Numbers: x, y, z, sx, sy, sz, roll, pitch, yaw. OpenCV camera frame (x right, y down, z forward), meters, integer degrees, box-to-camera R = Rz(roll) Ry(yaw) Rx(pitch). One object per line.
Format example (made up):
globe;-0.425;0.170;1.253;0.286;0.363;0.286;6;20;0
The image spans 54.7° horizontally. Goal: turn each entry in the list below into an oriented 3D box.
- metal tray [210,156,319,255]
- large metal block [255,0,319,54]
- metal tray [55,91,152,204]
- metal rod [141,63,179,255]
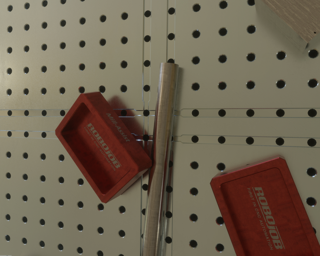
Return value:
metal tray;0.125;0.107;0.365;0.090;0.030;0.129;-22;83;18
large metal block;0.164;-0.144;0.341;0.080;0.050;0.080;-43;77;15
metal tray;-0.081;0.026;0.425;0.130;0.030;0.090;52;123;12
metal rod;-0.002;0.065;0.413;0.025;0.025;0.298;6;92;20
